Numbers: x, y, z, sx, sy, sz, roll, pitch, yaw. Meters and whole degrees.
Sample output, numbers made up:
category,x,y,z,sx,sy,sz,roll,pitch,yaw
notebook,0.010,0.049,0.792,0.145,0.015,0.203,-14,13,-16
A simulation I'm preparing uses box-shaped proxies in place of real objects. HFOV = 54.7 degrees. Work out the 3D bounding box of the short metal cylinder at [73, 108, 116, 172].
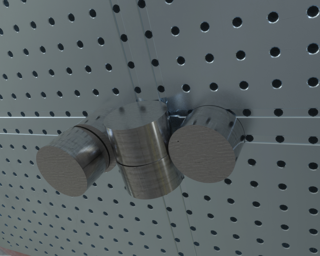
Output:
category,x,y,z,sx,sy,sz,roll,pitch,yaw
short metal cylinder,-0.085,0.018,0.451,0.080,0.050,0.079,13,124,20

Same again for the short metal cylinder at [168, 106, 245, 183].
category,x,y,z,sx,sy,sz,roll,pitch,yaw
short metal cylinder,0.057,0.019,0.376,0.080,0.050,0.079,13,124,20

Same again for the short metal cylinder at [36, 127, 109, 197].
category,x,y,z,sx,sy,sz,roll,pitch,yaw
short metal cylinder,-0.117,0.045,0.418,0.080,0.050,0.079,13,124,21

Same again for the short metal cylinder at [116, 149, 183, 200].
category,x,y,z,sx,sy,sz,roll,pitch,yaw
short metal cylinder,-0.013,0.049,0.413,0.080,0.080,0.050,-1,118,29

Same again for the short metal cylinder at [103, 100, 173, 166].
category,x,y,z,sx,sy,sz,roll,pitch,yaw
short metal cylinder,-0.025,0.004,0.392,0.080,0.080,0.050,1,120,28
